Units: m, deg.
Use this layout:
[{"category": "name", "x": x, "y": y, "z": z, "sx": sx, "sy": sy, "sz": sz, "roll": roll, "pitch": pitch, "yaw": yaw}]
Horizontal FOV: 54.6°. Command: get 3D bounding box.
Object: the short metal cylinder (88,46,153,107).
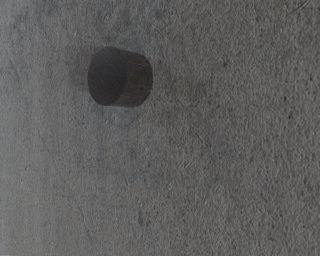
[{"category": "short metal cylinder", "x": -0.057, "y": -0.070, "z": 0.437, "sx": 0.080, "sy": 0.050, "sz": 0.080, "roll": 0, "pitch": 90, "yaw": 40}]
